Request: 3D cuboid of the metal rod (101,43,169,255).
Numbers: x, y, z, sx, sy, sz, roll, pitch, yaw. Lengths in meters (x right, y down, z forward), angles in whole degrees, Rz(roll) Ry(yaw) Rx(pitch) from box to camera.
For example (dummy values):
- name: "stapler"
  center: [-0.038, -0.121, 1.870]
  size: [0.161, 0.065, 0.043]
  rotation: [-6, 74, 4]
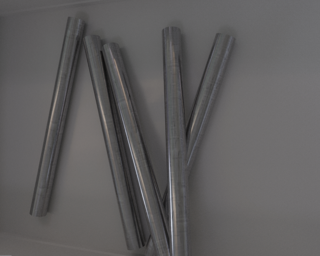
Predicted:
- name: "metal rod"
  center: [-0.029, 0.027, 0.403]
  size: [0.025, 0.025, 0.299]
  rotation: [-21, 77, 19]

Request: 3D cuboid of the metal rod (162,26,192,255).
- name: "metal rod"
  center: [0.020, 0.020, 0.378]
  size: [0.025, 0.025, 0.299]
  rotation: [-6, 79, 20]

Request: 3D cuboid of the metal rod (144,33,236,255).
- name: "metal rod"
  center: [0.036, 0.029, 0.397]
  size: [0.025, 0.025, 0.298]
  rotation: [20, 96, 19]

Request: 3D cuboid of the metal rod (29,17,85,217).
- name: "metal rod"
  center: [-0.155, -0.013, 0.465]
  size: [0.025, 0.025, 0.298]
  rotation: [14, 95, 19]

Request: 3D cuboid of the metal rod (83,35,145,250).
- name: "metal rod"
  center: [-0.065, 0.017, 0.433]
  size: [0.025, 0.025, 0.298]
  rotation: [-14, 85, 19]
